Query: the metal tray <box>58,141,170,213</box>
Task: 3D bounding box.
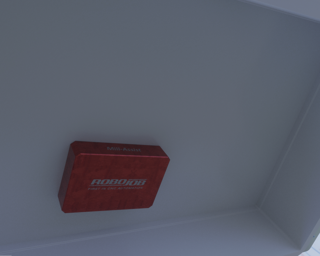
[{"bbox_3d":[-0.060,0.066,0.415,0.131,0.030,0.089,6,116,-31],"label":"metal tray"}]
